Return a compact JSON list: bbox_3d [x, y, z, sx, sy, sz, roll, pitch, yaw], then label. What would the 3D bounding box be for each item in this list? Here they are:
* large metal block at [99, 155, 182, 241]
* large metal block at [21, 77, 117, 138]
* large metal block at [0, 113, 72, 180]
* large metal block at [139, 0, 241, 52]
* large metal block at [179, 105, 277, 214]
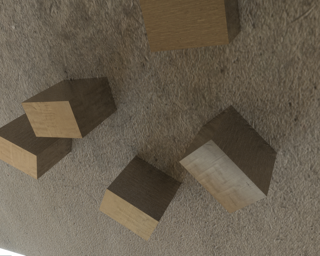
[{"bbox_3d":[-0.027,0.098,0.446,0.080,0.080,0.050,31,128,8],"label":"large metal block"},{"bbox_3d":[-0.119,-0.029,0.416,0.080,0.080,0.050,1,119,28],"label":"large metal block"},{"bbox_3d":[-0.198,0.023,0.490,0.080,0.080,0.050,25,127,12],"label":"large metal block"},{"bbox_3d":[0.029,-0.123,0.299,0.080,0.050,0.080,1,119,27],"label":"large metal block"},{"bbox_3d":[0.080,0.033,0.350,0.080,0.080,0.050,46,129,-4],"label":"large metal block"}]
